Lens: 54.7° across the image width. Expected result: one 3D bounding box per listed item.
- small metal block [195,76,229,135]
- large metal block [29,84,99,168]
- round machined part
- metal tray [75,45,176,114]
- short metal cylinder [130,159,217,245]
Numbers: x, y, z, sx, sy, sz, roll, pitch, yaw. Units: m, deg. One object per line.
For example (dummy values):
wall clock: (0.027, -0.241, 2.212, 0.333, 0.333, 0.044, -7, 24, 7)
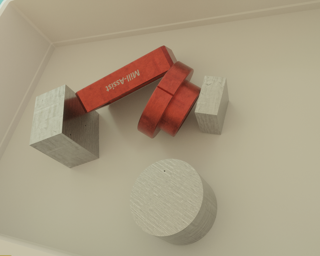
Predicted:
small metal block: (0.063, -0.026, 0.369, 0.025, 0.050, 0.050, 9, 66, 20)
large metal block: (-0.130, 0.000, 0.437, 0.050, 0.080, 0.080, -20, 54, 17)
round machined part: (0.017, -0.028, 0.376, 0.042, 0.098, 0.098, 31, 77, 5)
metal tray: (-0.040, -0.067, 0.426, 0.130, 0.090, 0.030, -26, 96, 12)
short metal cylinder: (0.015, 0.080, 0.332, 0.080, 0.050, 0.080, -13, 56, 20)
